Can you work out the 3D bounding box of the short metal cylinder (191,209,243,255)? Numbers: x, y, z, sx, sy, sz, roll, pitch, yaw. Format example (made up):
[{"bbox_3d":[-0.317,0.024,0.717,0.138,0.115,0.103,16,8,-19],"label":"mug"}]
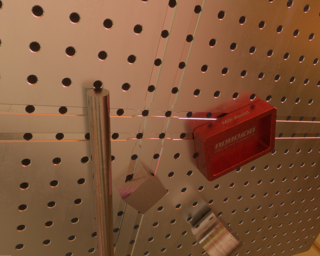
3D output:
[{"bbox_3d":[0.102,0.194,0.554,0.050,0.080,0.080,-44,130,2],"label":"short metal cylinder"}]

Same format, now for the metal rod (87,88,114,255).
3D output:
[{"bbox_3d":[-0.078,0.088,0.424,0.025,0.025,0.298,-11,123,-23],"label":"metal rod"}]

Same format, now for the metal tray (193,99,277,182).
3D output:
[{"bbox_3d":[0.120,0.020,0.488,0.131,0.030,0.089,-23,127,-15],"label":"metal tray"}]

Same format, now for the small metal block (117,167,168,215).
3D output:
[{"bbox_3d":[-0.025,0.093,0.457,0.050,0.025,0.050,-42,130,1],"label":"small metal block"}]
